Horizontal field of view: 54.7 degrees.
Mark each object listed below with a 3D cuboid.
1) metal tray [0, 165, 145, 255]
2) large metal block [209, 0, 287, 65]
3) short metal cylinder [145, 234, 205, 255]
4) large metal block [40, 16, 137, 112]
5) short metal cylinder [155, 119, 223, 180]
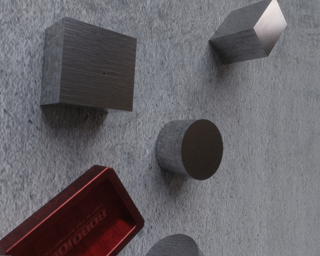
[{"bbox_3d":[-0.086,0.112,0.329,0.131,0.030,0.090,-40,115,-32],"label":"metal tray"},{"bbox_3d":[0.137,-0.149,0.483,0.050,0.080,0.080,51,60,-28],"label":"large metal block"},{"bbox_3d":[0.022,0.182,0.388,0.080,0.080,0.050,-46,118,-30],"label":"short metal cylinder"},{"bbox_3d":[-0.074,-0.060,0.326,0.081,0.050,0.080,5,87,-40],"label":"large metal block"},{"bbox_3d":[0.041,0.028,0.422,0.081,0.050,0.080,0,90,-40],"label":"short metal cylinder"}]
